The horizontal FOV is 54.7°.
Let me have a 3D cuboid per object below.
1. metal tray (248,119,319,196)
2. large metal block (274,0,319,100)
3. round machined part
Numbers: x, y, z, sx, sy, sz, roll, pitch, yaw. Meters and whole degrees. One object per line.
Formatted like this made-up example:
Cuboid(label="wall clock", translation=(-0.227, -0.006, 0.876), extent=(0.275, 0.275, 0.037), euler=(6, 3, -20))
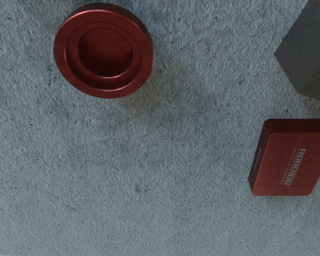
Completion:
Cuboid(label="metal tray", translation=(0.186, 0.046, 0.445), extent=(0.091, 0.030, 0.129), euler=(0, 130, 0))
Cuboid(label="large metal block", translation=(0.167, -0.081, 0.304), extent=(0.050, 0.080, 0.079), euler=(16, 128, -13))
Cuboid(label="round machined part", translation=(-0.056, -0.082, 0.325), extent=(0.099, 0.042, 0.097), euler=(0, 130, 0))
